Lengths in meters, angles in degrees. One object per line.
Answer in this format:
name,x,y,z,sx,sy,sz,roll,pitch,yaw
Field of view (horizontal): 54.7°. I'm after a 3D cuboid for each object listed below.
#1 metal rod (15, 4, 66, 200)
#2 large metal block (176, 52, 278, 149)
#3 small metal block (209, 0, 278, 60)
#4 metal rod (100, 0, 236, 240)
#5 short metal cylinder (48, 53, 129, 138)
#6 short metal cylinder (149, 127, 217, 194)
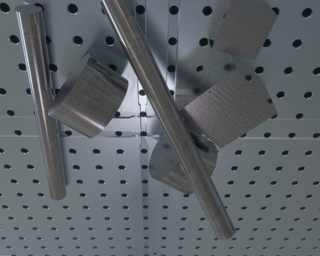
metal rod,-0.148,-0.006,0.404,0.025,0.025,0.298,5,130,-4
large metal block,0.076,-0.033,0.368,0.080,0.050,0.080,-37,121,27
small metal block,0.085,-0.104,0.324,0.050,0.025,0.050,11,129,-10
metal rod,0.017,0.001,0.344,0.025,0.025,0.299,-22,106,17
short metal cylinder,-0.080,-0.035,0.345,0.050,0.080,0.080,34,122,-25
short metal cylinder,0.029,0.041,0.411,0.050,0.080,0.080,31,124,-23
